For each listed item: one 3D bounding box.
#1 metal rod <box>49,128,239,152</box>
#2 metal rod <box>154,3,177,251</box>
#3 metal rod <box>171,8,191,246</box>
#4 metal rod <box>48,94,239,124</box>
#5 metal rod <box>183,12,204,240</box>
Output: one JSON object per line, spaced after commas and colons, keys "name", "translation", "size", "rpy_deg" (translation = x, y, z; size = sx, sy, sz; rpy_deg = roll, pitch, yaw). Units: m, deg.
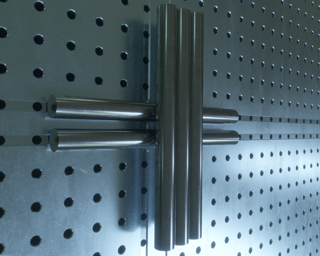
{"name": "metal rod", "translation": [0.006, 0.014, 0.417], "size": [0.302, 0.025, 0.025], "rpy_deg": [1, 90, -40]}
{"name": "metal rod", "translation": [0.007, -0.001, 0.385], "size": [0.025, 0.025, 0.298], "rpy_deg": [1, 90, -40]}
{"name": "metal rod", "translation": [0.026, -0.002, 0.401], "size": [0.025, 0.025, 0.298], "rpy_deg": [1, 90, -40]}
{"name": "metal rod", "translation": [0.005, -0.020, 0.415], "size": [0.302, 0.025, 0.025], "rpy_deg": [1, 90, -40]}
{"name": "metal rod", "translation": [0.045, -0.003, 0.417], "size": [0.025, 0.025, 0.298], "rpy_deg": [1, 90, -40]}
